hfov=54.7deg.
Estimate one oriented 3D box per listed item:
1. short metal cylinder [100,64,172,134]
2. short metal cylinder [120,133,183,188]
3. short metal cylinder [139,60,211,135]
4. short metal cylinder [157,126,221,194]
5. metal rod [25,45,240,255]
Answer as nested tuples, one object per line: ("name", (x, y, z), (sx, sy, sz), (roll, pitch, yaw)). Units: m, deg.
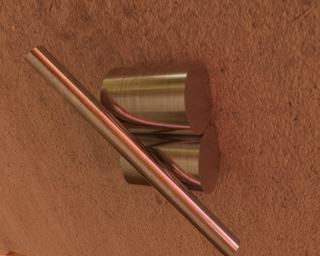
("short metal cylinder", (-0.025, -0.033, 0.365), (0.050, 0.080, 0.080), (1, 119, 28))
("short metal cylinder", (-0.007, 0.037, 0.400), (0.050, 0.080, 0.080), (1, 119, 28))
("short metal cylinder", (0.020, -0.032, 0.343), (0.050, 0.080, 0.080), (1, 119, 28))
("short metal cylinder", (0.037, 0.037, 0.376), (0.050, 0.080, 0.080), (1, 119, 28))
("metal rod", (-0.026, 0.028, 0.336), (0.300, 0.025, 0.025), (45, 129, -4))
